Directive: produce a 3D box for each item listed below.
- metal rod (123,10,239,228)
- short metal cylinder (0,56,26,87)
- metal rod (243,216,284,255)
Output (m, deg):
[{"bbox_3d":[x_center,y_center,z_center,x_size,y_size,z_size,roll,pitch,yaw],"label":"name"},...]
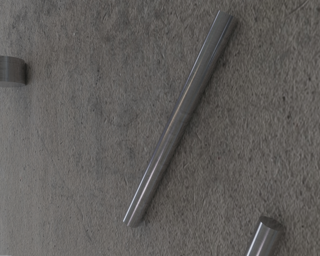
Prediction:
[{"bbox_3d":[0.017,0.003,0.390,0.025,0.025,0.298,37,113,33],"label":"metal rod"},{"bbox_3d":[-0.319,-0.114,0.633,0.080,0.081,0.050,-3,89,40],"label":"short metal cylinder"},{"bbox_3d":[0.070,0.234,0.347,0.025,0.025,0.298,27,107,36],"label":"metal rod"}]
